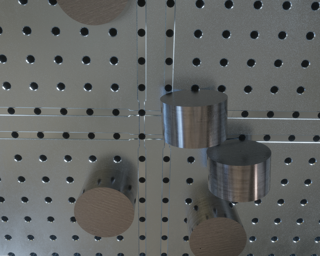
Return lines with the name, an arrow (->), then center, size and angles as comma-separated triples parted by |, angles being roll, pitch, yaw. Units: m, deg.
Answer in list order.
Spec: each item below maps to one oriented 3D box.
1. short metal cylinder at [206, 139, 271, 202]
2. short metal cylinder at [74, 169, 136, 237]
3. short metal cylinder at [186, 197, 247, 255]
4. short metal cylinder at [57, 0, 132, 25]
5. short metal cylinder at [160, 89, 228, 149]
short metal cylinder -> 0.102, 0.053, 0.405 | 0.080, 0.080, 0.050 | -5, 110, 1
short metal cylinder -> -0.075, 0.105, 0.438 | 0.081, 0.050, 0.079 | 0, 110, -1
short metal cylinder -> 0.081, 0.150, 0.457 | 0.081, 0.050, 0.079 | 0, 110, -1
short metal cylinder -> -0.071, -0.156, 0.342 | 0.081, 0.050, 0.079 | 0, 110, -1
short metal cylinder -> 0.042, -0.014, 0.380 | 0.081, 0.080, 0.050 | -3, 110, 1
